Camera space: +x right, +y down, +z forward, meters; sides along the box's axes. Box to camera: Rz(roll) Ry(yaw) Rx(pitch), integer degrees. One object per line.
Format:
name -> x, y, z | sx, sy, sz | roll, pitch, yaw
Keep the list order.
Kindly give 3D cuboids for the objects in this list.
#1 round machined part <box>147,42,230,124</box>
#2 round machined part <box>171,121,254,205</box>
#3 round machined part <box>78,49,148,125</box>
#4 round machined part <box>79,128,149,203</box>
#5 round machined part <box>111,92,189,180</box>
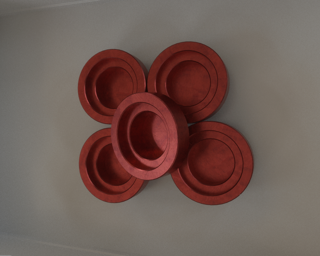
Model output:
round machined part -> 0.037, -0.054, 0.386 | 0.098, 0.042, 0.097 | 0, 90, 19
round machined part -> 0.064, 0.040, 0.377 | 0.098, 0.042, 0.097 | 0, 90, 19
round machined part -> -0.057, -0.053, 0.419 | 0.098, 0.042, 0.097 | 0, 90, 19
round machined part -> -0.056, 0.048, 0.418 | 0.098, 0.042, 0.097 | 0, 90, 19
round machined part -> -0.007, 0.008, 0.356 | 0.098, 0.042, 0.097 | 5, 98, 37
